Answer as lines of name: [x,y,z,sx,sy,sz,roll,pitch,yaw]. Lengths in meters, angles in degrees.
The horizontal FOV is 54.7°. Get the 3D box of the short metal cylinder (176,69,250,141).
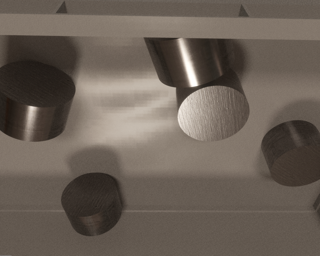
short metal cylinder: [0.060,-0.030,0.368,0.081,0.050,0.079,0,130,0]

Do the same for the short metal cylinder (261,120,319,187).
short metal cylinder: [0.187,0.036,0.426,0.081,0.050,0.079,0,130,0]

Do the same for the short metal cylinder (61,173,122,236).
short metal cylinder: [-0.102,0.114,0.469,0.080,0.080,0.050,-4,130,3]

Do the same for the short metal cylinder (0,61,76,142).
short metal cylinder: [-0.140,-0.031,0.345,0.081,0.080,0.050,16,128,-14]

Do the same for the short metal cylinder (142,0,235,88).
short metal cylinder: [0.029,-0.083,0.302,0.080,0.080,0.050,-14,129,11]
